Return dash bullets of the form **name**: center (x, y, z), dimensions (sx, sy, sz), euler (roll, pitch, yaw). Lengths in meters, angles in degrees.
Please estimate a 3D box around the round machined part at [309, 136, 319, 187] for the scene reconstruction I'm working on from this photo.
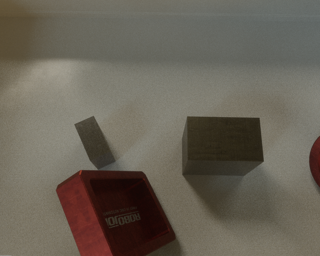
- **round machined part**: center (0.237, 0.041, 0.369), dimensions (0.042, 0.098, 0.098), euler (-10, 66, -43)

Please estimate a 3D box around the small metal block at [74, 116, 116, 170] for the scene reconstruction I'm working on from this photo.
- **small metal block**: center (-0.080, 0.020, 0.388), dimensions (0.025, 0.050, 0.050), euler (-25, 72, -9)

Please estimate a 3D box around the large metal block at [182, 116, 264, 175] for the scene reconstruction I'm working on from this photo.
- **large metal block**: center (0.070, 0.025, 0.372), dimensions (0.081, 0.080, 0.050), euler (1, 70, 0)

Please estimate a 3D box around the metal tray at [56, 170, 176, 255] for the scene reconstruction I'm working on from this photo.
- **metal tray**: center (-0.038, 0.090, 0.319), dimensions (0.030, 0.130, 0.090), euler (-34, 70, 16)
